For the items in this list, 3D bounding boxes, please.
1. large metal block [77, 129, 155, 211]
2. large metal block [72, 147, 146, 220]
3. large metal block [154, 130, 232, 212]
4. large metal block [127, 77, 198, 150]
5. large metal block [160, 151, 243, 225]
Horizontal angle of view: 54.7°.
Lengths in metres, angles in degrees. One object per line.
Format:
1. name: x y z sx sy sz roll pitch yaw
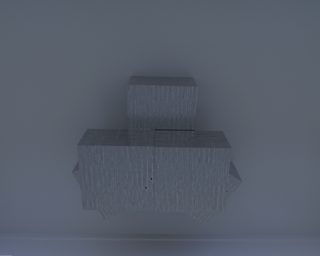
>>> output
1. large metal block: -0.047 0.047 0.360 0.081 0.050 0.079 1 110 -1
2. large metal block: -0.057 0.065 0.419 0.080 0.050 0.080 -25 108 8
3. large metal block: 0.034 0.049 0.360 0.081 0.050 0.079 1 110 -1
4. large metal block: 0.002 -0.020 0.389 0.081 0.050 0.079 1 110 -1
5. large metal block: 0.049 0.070 0.421 0.080 0.050 0.080 33 107 -11
